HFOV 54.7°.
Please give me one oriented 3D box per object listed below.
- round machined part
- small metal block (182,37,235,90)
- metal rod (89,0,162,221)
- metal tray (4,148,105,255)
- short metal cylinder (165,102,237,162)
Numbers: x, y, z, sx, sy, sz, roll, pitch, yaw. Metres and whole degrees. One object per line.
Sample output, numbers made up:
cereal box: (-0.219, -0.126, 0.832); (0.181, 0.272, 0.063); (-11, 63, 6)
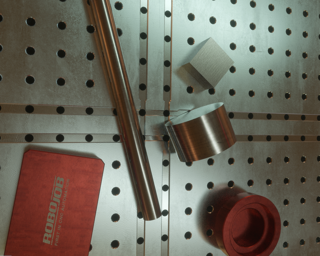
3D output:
round machined part: (0.122, 0.142, 0.451); (0.099, 0.042, 0.097); (0, 90, -21)
small metal block: (0.068, -0.091, 0.439); (0.050, 0.025, 0.050); (43, 76, -16)
metal rod: (-0.044, -0.027, 0.397); (0.025, 0.025, 0.298); (-15, 95, -20)
metal tray: (-0.123, 0.094, 0.365); (0.091, 0.030, 0.129); (11, 86, -20)
short metal cylinder: (0.053, 0.005, 0.404); (0.081, 0.080, 0.050); (-25, 99, -19)
